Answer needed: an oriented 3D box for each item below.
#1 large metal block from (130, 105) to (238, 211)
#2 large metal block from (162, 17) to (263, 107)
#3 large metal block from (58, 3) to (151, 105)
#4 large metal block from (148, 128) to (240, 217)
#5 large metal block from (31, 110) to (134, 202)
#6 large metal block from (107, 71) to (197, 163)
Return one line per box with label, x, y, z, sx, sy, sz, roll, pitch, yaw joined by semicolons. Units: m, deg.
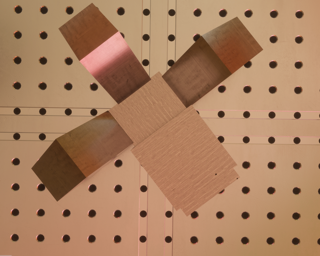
large metal block;0.025;0.031;0.350;0.080;0.050;0.080;-37;91;-1
large metal block;0.062;-0.077;0.371;0.050;0.080;0.080;52;50;0
large metal block;-0.065;-0.088;0.370;0.050;0.080;0.080;-38;51;0
large metal block;0.041;0.052;0.400;0.080;0.050;0.080;-37;89;-1
large metal block;-0.092;0.033;0.370;0.050;0.080;0.080;52;132;1
large metal block;-0.008;-0.013;0.401;0.080;0.050;0.080;-38;90;0
